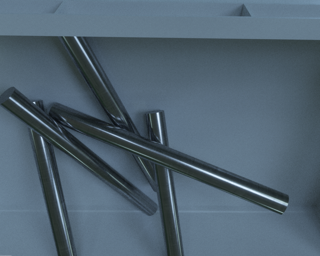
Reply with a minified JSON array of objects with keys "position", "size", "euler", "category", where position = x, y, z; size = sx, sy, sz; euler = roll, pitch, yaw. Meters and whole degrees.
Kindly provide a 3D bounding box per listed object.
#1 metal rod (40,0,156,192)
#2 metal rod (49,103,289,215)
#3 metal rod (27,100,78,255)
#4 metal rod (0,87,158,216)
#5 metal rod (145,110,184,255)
[{"position":[-0.053,-0.016,0.395],"size":[0.025,0.025,0.299],"euler":[-16,129,13],"category":"metal rod"},{"position":[0.005,0.034,0.377],"size":[0.301,0.025,0.025],"euler":[22,129,6],"category":"metal rod"},{"position":[-0.137,0.112,0.414],"size":[0.025,0.025,0.298],"euler":[-7,102,6],"category":"metal rod"},{"position":[-0.090,0.051,0.429],"size":[0.025,0.025,0.300],"euler":[-24,133,19],"category":"metal rod"},{"position":[0.014,0.124,0.422],"size":[0.025,0.025,0.298],"euler":[-7,101,6],"category":"metal rod"}]
